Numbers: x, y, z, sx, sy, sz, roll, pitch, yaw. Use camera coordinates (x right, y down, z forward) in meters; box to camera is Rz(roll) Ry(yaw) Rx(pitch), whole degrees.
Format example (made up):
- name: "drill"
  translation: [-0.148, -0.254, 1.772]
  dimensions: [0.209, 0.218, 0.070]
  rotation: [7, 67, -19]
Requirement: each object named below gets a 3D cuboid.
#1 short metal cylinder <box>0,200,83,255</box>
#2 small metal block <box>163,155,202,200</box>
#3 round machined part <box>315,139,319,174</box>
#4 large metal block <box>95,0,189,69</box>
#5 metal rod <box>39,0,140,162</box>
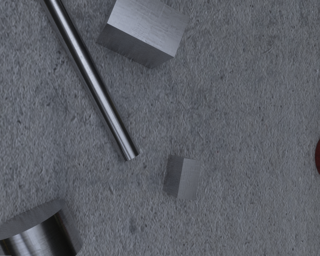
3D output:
- name: "short metal cylinder"
  translation: [-0.131, 0.119, 0.332]
  dimensions: [0.081, 0.080, 0.050]
  rotation: [-23, 98, -19]
- name: "small metal block"
  translation: [0.028, 0.064, 0.407]
  dimensions: [0.025, 0.050, 0.050]
  rotation: [11, 86, -20]
- name: "round machined part"
  translation: [0.314, 0.049, 0.519]
  dimensions: [0.099, 0.042, 0.097]
  rotation: [0, 90, -21]
- name: "large metal block"
  translation: [-0.024, -0.117, 0.371]
  dimensions: [0.080, 0.080, 0.050]
  rotation: [23, 83, -19]
- name: "metal rod"
  translation: [-0.101, -0.096, 0.372]
  dimensions: [0.025, 0.025, 0.299]
  rotation: [-29, 100, -18]
